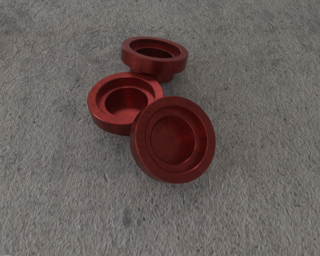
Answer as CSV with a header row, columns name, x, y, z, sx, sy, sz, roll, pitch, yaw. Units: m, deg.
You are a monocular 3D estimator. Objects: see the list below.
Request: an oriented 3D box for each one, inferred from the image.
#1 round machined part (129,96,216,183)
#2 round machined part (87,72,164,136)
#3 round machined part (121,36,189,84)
name,x,y,z,sx,sy,sz,roll,pitch,yaw
round machined part,0.011,0.015,0.359,0.099,0.042,0.098,4,78,-23
round machined part,-0.044,-0.028,0.414,0.099,0.042,0.098,-1,49,1
round machined part,-0.010,-0.100,0.464,0.099,0.042,0.098,7,34,-5
